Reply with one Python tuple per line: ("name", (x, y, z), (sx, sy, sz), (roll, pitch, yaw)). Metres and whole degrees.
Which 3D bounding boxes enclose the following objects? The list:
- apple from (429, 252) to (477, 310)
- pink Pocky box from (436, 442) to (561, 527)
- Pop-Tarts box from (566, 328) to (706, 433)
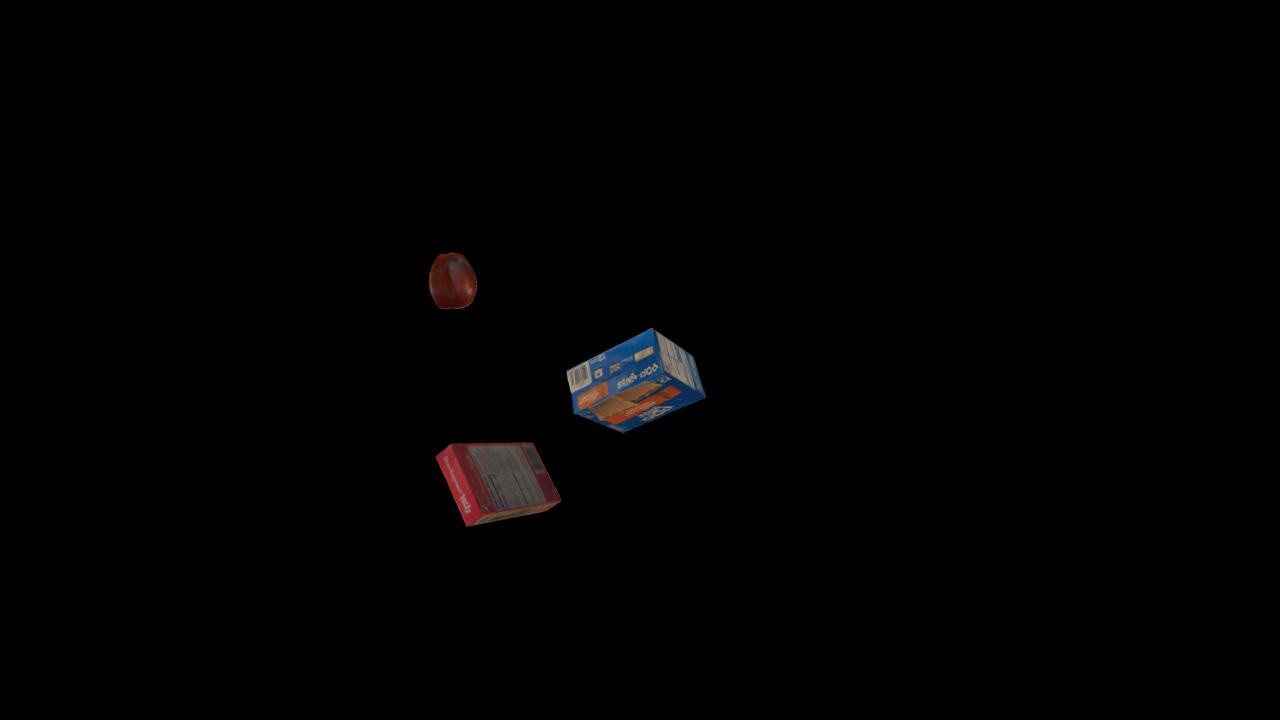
("apple", (-0.298, -0.124, 0.985), (0.079, 0.093, 0.079), (-3, 26, 1))
("pink Pocky box", (-0.153, 0.135, 0.689), (0.029, 0.084, 0.155), (-36, -19, 15))
("Pop-Tarts box", (-0.006, 0.039, 0.982), (0.167, 0.083, 0.141), (-25, -30, 23))
